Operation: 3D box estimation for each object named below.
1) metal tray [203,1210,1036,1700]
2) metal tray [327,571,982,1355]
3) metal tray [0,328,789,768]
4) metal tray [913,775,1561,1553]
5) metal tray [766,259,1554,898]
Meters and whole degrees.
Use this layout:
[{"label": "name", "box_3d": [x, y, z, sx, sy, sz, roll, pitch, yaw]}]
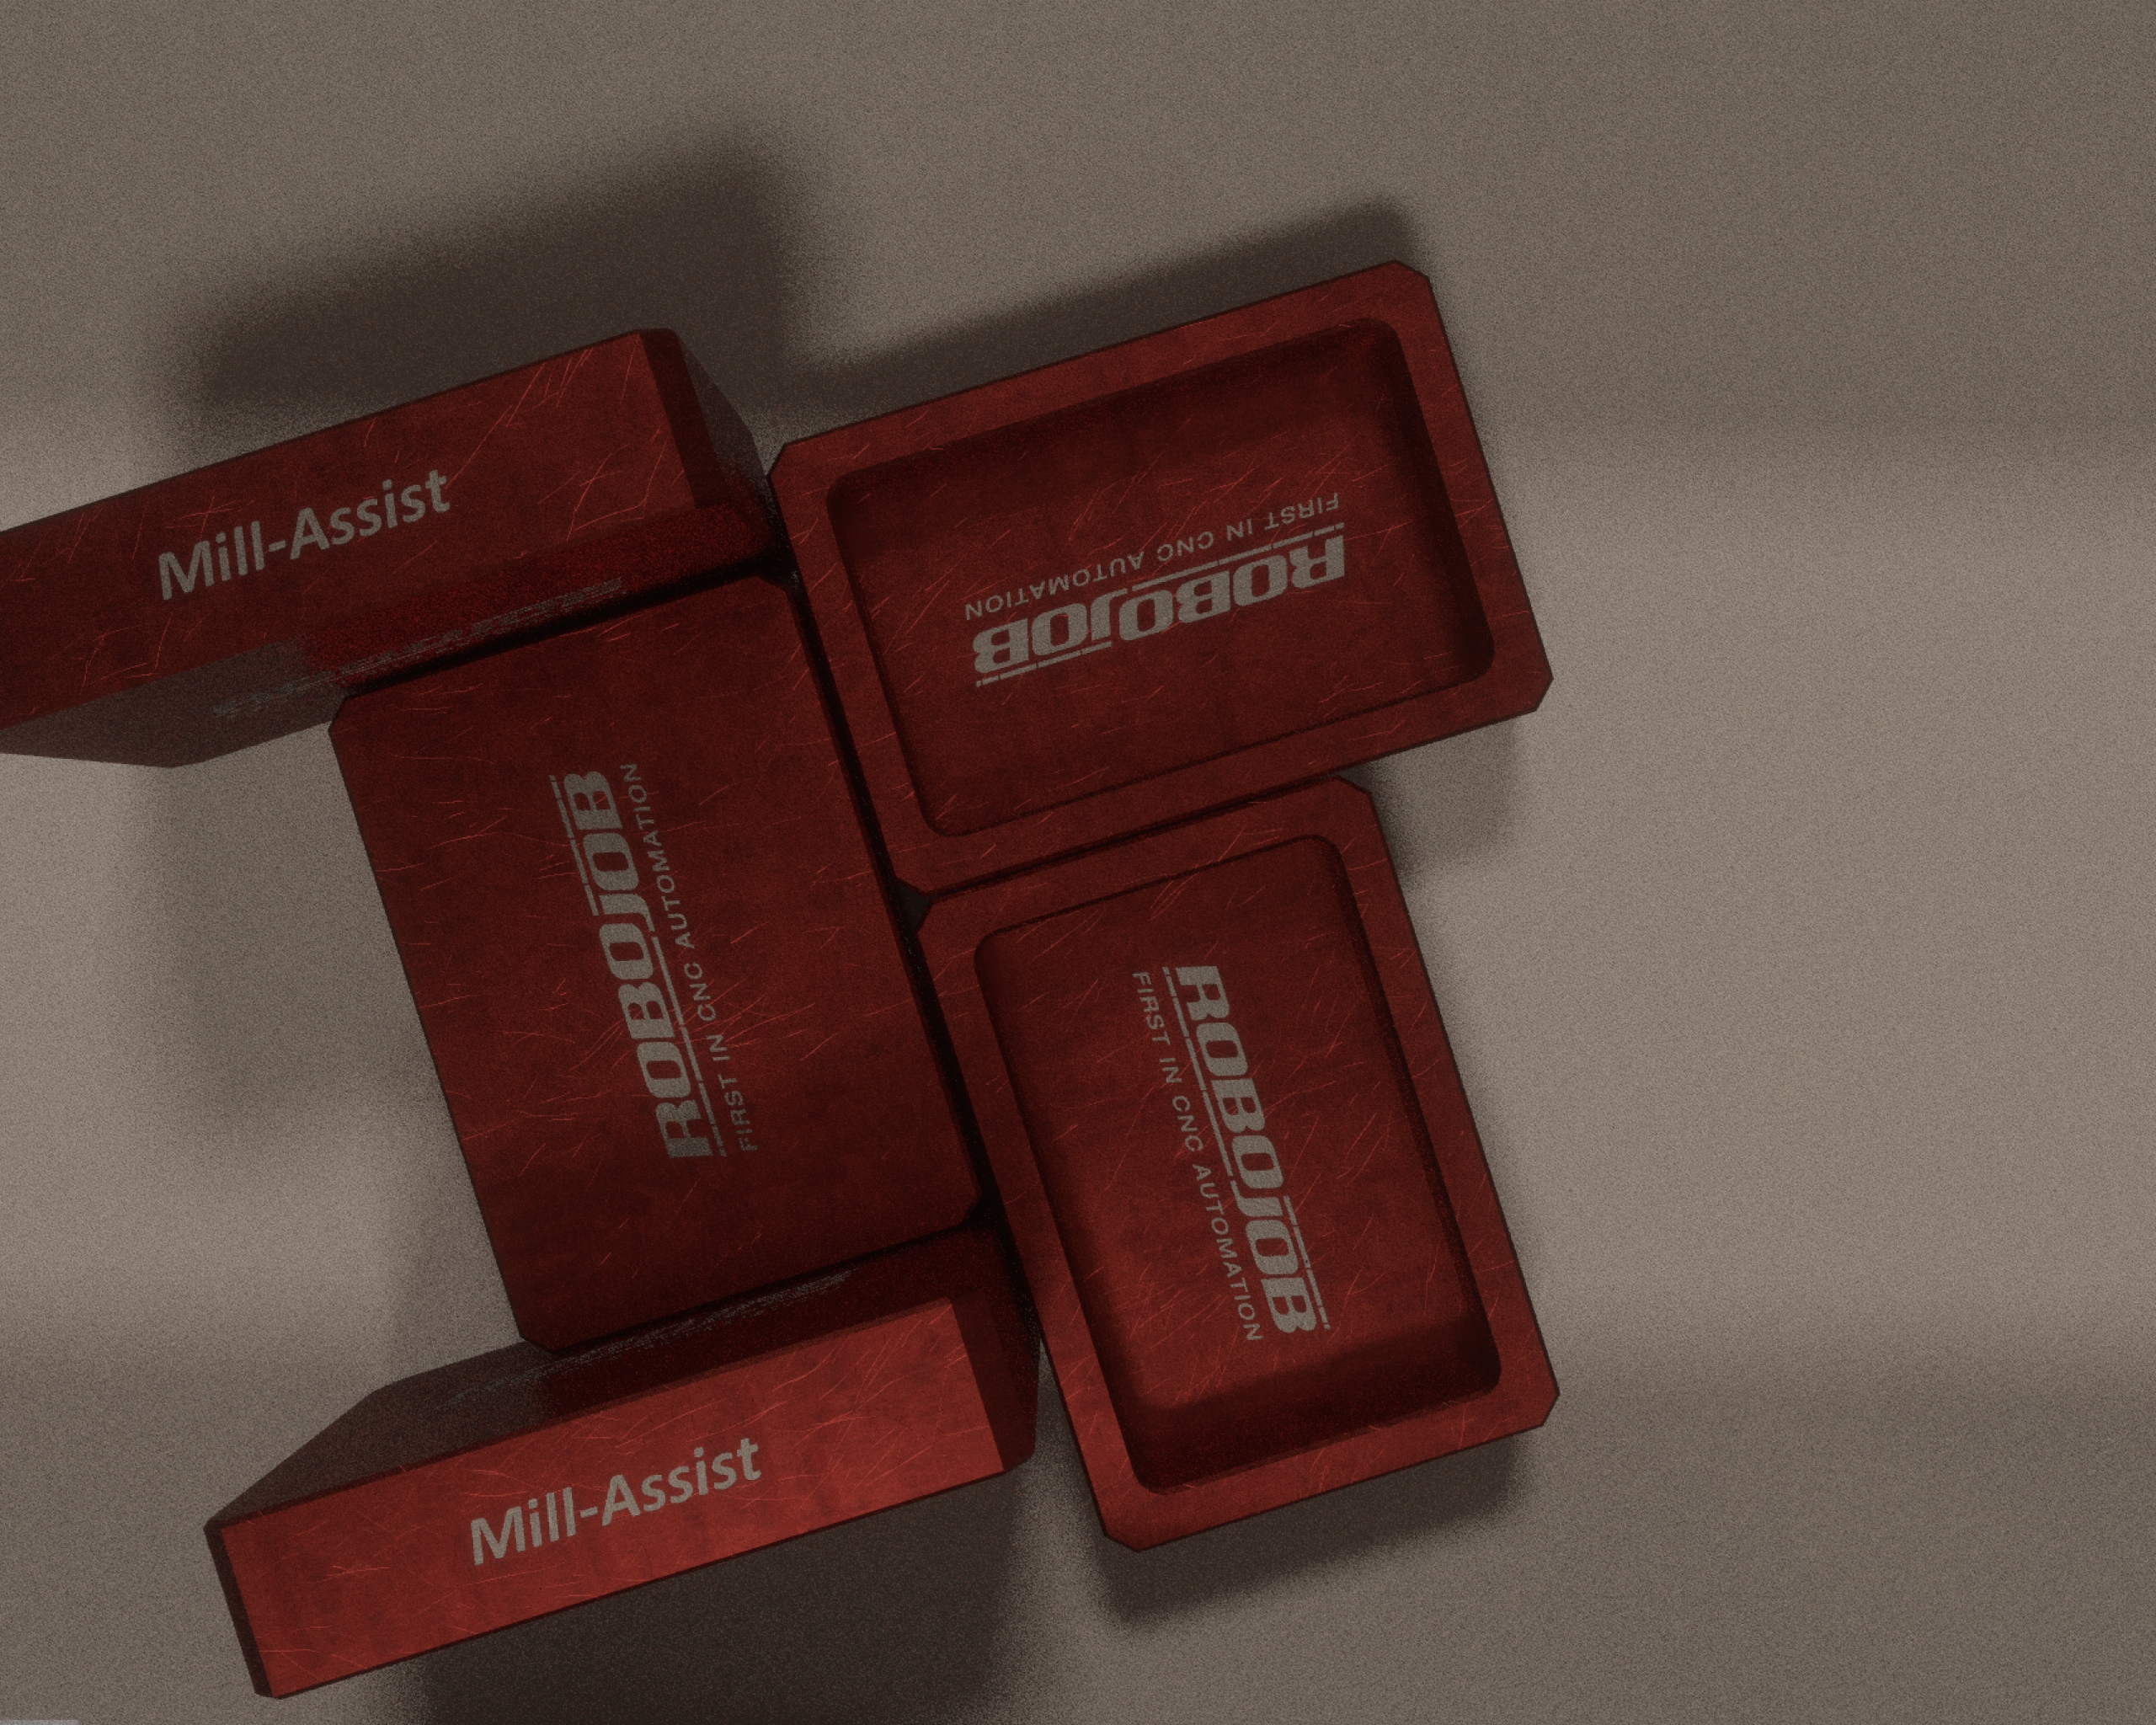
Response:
[{"label": "metal tray", "box_3d": [-0.074, 0.101, 0.375, 0.131, 0.090, 0.030, -17, 90, -1]}, {"label": "metal tray", "box_3d": [-0.079, 0.019, 0.405, 0.090, 0.030, 0.129, -17, 90, -1]}, {"label": "metal tray", "box_3d": [-0.123, -0.052, 0.374, 0.131, 0.090, 0.030, -18, 90, -1]}, {"label": "metal tray", "box_3d": [0.030, 0.057, 0.408, 0.090, 0.030, 0.129, -17, 90, -1]}, {"label": "metal tray", "box_3d": [0.016, -0.054, 0.407, 0.131, 0.030, 0.090, -17, 90, -1]}]
